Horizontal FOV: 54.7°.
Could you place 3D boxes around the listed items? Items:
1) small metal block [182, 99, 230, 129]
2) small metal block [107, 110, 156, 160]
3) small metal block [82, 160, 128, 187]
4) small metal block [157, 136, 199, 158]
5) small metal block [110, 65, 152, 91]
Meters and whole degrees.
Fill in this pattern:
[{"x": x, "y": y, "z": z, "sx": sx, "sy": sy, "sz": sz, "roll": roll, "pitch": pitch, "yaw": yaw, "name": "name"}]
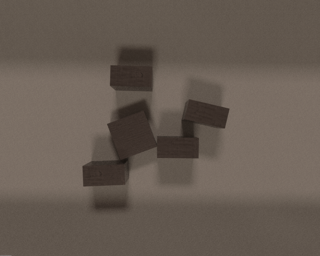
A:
[{"x": 0.057, "y": -0.017, "z": 0.400, "sx": 0.050, "sy": 0.050, "sz": 0.025, "roll": 13, "pitch": 90, "yaw": -1, "name": "small metal block"}, {"x": -0.036, "y": 0.009, "z": 0.411, "sx": 0.050, "sy": 0.025, "sz": 0.050, "roll": -20, "pitch": 90, "yaw": 0, "name": "small metal block"}, {"x": -0.068, "y": 0.057, "z": 0.398, "sx": 0.050, "sy": 0.050, "sz": 0.025, "roll": -2, "pitch": 90, "yaw": -1, "name": "small metal block"}, {"x": 0.022, "y": 0.024, "z": 0.399, "sx": 0.050, "sy": 0.050, "sz": 0.025, "roll": 1, "pitch": 90, "yaw": -1, "name": "small metal block"}, {"x": -0.035, "y": -0.063, "z": 0.398, "sx": 0.050, "sy": 0.050, "sz": 0.025, "roll": 2, "pitch": 90, "yaw": -1, "name": "small metal block"}]
